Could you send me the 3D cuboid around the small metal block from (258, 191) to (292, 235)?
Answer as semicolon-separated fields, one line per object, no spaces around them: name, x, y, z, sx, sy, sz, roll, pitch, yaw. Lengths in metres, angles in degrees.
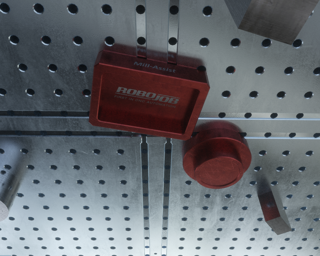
small metal block;0.192;0.142;0.518;0.025;0.050;0.050;-29;125;22

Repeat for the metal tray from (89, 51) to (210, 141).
metal tray;-0.016;-0.036;0.377;0.131;0.030;0.089;9;130;-8

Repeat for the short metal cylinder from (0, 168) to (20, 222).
short metal cylinder;-0.268;0.103;0.481;0.081;0.050;0.079;0;130;0

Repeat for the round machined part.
round machined part;0.082;0.050;0.444;0.099;0.042;0.097;0;130;0

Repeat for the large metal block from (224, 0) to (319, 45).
large metal block;0.100;-0.131;0.265;0.050;0.080;0.079;13;129;-11
